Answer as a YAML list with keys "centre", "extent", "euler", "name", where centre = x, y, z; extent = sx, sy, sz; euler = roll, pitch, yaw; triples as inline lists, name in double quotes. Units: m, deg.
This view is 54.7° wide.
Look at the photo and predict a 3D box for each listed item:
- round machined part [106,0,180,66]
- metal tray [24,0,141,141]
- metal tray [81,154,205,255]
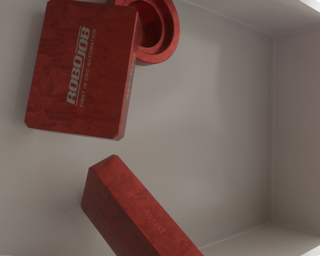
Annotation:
- centre: [-0.025, -0.124, 0.376]
  extent: [0.099, 0.042, 0.097]
  euler: [0, 90, -40]
  name: "round machined part"
- centre: [-0.073, -0.057, 0.307]
  extent: [0.091, 0.030, 0.129]
  euler: [8, 83, 3]
  name: "metal tray"
- centre: [-0.024, 0.100, 0.303]
  extent: [0.030, 0.089, 0.130]
  euler: [-29, 66, -37]
  name: "metal tray"
